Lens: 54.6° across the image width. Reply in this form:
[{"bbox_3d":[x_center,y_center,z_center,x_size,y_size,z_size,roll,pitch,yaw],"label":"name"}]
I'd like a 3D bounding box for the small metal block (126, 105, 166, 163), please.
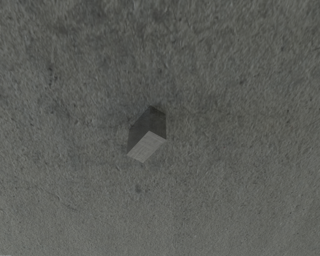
[{"bbox_3d":[-0.017,0.008,0.397,0.025,0.050,0.050,29,124,-22],"label":"small metal block"}]
